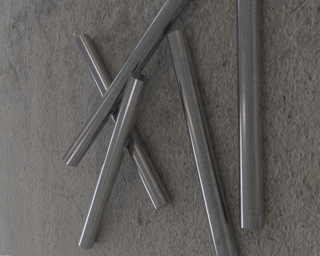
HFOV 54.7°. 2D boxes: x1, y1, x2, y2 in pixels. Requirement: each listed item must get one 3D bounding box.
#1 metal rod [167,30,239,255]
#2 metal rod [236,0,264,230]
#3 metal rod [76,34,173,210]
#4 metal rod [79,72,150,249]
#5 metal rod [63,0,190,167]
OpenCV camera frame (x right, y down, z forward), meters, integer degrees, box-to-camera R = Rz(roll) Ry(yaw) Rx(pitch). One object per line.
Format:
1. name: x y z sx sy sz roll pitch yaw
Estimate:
1. metal rod: 0.051 0.028 0.363 0.025 0.025 0.299 -19 78 38
2. metal rod: 0.094 -0.046 0.326 0.025 0.025 0.298 -1 89 40
3. metal rod: -0.061 -0.023 0.455 0.025 0.025 0.299 -42 65 32
4. metal rod: -0.072 0.063 0.439 0.025 0.025 0.298 40 122 33
5. metal rod: -0.048 -0.064 0.419 0.025 0.025 0.299 47 110 29
